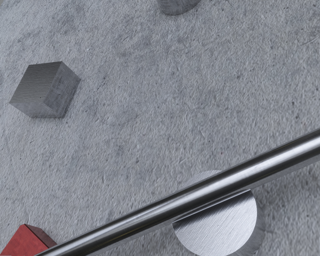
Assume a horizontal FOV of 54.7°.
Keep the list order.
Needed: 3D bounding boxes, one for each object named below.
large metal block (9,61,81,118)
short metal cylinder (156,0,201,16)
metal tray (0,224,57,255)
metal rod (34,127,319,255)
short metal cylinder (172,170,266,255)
[{"bbox_3d":[-0.195,-0.064,0.529,0.080,0.050,0.080,1,62,28],"label":"large metal block"},{"bbox_3d":[0.028,-0.236,0.519,0.080,0.050,0.080,-13,56,21],"label":"short metal cylinder"},{"bbox_3d":[-0.172,0.195,0.371,0.090,0.030,0.130,23,74,36],"label":"metal tray"},{"bbox_3d":[0.008,0.076,0.288,0.300,0.025,0.025,-27,53,11],"label":"metal rod"},{"bbox_3d":[0.058,0.088,0.304,0.080,0.050,0.080,-13,56,21],"label":"short metal cylinder"}]
